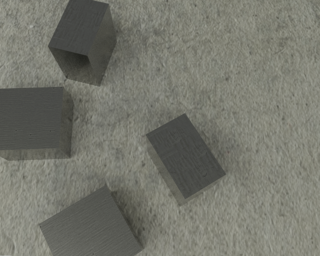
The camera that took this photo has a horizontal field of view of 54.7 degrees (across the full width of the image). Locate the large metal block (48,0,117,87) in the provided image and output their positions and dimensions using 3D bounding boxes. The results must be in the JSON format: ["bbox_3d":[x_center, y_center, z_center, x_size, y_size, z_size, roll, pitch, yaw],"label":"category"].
[{"bbox_3d":[-0.100,-0.115,0.420,0.050,0.080,0.080,14,71,5],"label":"large metal block"}]

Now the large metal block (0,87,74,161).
[{"bbox_3d":[-0.159,-0.004,0.394,0.081,0.050,0.080,-2,70,-1],"label":"large metal block"}]

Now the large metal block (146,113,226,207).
[{"bbox_3d":[0.026,0.041,0.364,0.050,0.080,0.080,-29,73,-10],"label":"large metal block"}]

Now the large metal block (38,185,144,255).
[{"bbox_3d":[-0.074,0.123,0.349,0.080,0.050,0.080,-30,73,-11],"label":"large metal block"}]
